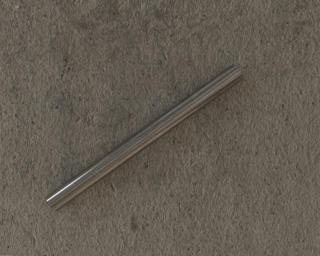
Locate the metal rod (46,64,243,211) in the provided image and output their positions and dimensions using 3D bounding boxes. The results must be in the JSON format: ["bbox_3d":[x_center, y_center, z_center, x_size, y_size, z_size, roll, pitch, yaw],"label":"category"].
[{"bbox_3d":[-0.020,0.013,0.411,0.301,0.025,0.025,-35,90,0],"label":"metal rod"}]
